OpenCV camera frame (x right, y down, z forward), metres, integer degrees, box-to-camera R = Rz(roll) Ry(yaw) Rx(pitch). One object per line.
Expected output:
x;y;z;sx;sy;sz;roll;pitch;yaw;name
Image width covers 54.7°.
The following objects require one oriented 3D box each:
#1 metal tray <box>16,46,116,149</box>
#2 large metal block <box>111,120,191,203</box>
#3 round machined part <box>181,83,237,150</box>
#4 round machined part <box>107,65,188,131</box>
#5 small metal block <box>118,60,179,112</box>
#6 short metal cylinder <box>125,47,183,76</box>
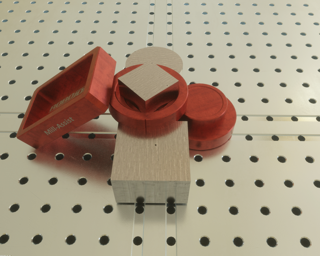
-0.117;-0.036;0.387;0.130;0.030;0.090;-25;43;28;metal tray
-0.009;0.038;0.355;0.080;0.050;0.080;1;50;0;large metal block
0.053;-0.022;0.414;0.099;0.042;0.098;0;50;0;round machined part
-0.015;-0.033;0.386;0.099;0.042;0.098;0;50;0;round machined part
-0.014;-0.048;0.368;0.050;0.025;0.050;-34;58;-25;small metal block
-0.008;-0.074;0.453;0.080;0.050;0.080;0;50;0;short metal cylinder
